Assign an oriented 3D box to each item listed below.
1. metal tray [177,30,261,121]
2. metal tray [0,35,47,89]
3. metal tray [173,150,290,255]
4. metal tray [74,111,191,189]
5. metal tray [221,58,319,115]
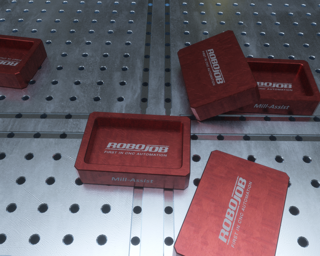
[{"bbox_3d":[0.081,-0.080,0.452,0.090,0.030,0.130,-19,49,13],"label":"metal tray"},{"bbox_3d":[-0.262,-0.110,0.493,0.131,0.030,0.090,8,50,6],"label":"metal tray"},{"bbox_3d":[0.078,0.092,0.328,0.090,0.030,0.130,19,52,14],"label":"metal tray"},{"bbox_3d":[-0.029,0.025,0.382,0.131,0.030,0.090,3,50,2],"label":"metal tray"},{"bbox_3d":[0.158,-0.064,0.460,0.131,0.030,0.090,3,50,2],"label":"metal tray"}]
